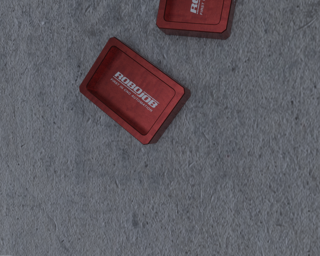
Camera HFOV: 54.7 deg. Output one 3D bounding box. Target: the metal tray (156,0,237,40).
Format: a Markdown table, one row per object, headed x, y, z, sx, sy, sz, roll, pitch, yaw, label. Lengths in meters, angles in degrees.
| x | y | z | sx | sy | sz | roll | pitch | yaw | label |
| --- | --- | --- | --- | --- | --- | --- | --- | --- | --- |
| 0.052 | -0.182 | 0.387 | 0.090 | 0.030 | 0.129 | 11 | 94 | 19 | metal tray |

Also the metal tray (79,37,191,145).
| x | y | z | sx | sy | sz | roll | pitch | yaw | label |
| --- | --- | --- | --- | --- | --- | --- | --- | --- | --- |
| -0.036 | -0.050 | 0.418 | 0.130 | 0.030 | 0.090 | 39 | 102 | 15 | metal tray |
